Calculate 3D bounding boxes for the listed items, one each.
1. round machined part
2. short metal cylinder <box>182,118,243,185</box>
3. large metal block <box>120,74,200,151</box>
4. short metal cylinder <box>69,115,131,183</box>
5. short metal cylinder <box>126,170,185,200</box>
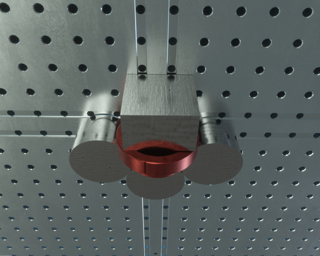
[{"bbox_3d":[-0.003,0.023,0.381,0.099,0.098,0.042,1,130,-2],"label":"round machined part"},{"bbox_3d":[0.068,0.033,0.424,0.081,0.050,0.079,0,130,0],"label":"short metal cylinder"},{"bbox_3d":[0.000,-0.020,0.358,0.081,0.080,0.050,1,130,-1],"label":"large metal block"},{"bbox_3d":[-0.077,0.029,0.420,0.081,0.050,0.079,0,130,0],"label":"short metal cylinder"},{"bbox_3d":[-0.006,0.058,0.445,0.081,0.050,0.079,0,130,0],"label":"short metal cylinder"}]
